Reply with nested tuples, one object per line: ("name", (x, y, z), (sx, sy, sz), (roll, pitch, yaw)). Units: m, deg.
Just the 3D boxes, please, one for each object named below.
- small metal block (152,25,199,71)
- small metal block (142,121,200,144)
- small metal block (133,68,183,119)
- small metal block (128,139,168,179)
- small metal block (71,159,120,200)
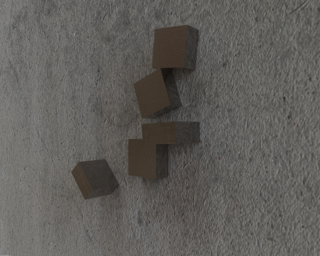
("small metal block", (0.019, -0.099, 0.389), (0.050, 0.025, 0.050), (8, 95, 39))
("small metal block", (0.014, 0.006, 0.377), (0.050, 0.050, 0.025), (-4, 88, 40))
("small metal block", (-0.004, -0.044, 0.408), (0.050, 0.025, 0.050), (-24, 75, 37))
("small metal block", (-0.016, 0.040, 0.418), (0.050, 0.025, 0.050), (0, 90, 40))
("small metal block", (-0.098, 0.077, 0.470), (0.025, 0.050, 0.050), (-50, 61, 29))
